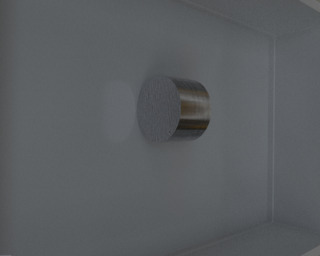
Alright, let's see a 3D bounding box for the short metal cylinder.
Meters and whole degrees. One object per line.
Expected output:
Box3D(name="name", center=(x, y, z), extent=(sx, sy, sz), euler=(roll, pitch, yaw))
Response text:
Box3D(name="short metal cylinder", center=(0.016, -0.023, 0.383), extent=(0.050, 0.080, 0.079), euler=(0, 90, -40))
